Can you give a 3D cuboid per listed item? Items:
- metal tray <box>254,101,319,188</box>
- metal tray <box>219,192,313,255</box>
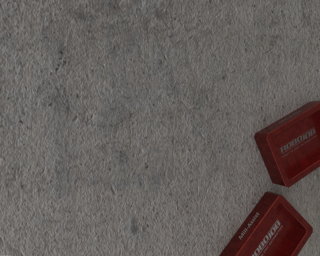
[{"bbox_3d":[0.221,0.023,0.487,0.131,0.030,0.090,-27,99,-18],"label":"metal tray"},{"bbox_3d":[0.162,0.174,0.466,0.090,0.030,0.130,45,76,-15],"label":"metal tray"}]
